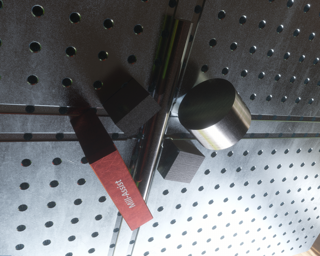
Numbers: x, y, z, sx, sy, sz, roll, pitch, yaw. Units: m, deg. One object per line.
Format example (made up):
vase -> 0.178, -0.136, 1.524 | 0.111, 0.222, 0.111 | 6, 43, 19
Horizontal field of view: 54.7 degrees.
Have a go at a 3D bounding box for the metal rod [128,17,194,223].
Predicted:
metal rod -> -0.008, 0.008, 0.413 | 0.025, 0.025, 0.298 | 0, 119, -29

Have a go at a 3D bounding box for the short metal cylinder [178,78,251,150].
short metal cylinder -> 0.071, -0.018, 0.405 | 0.080, 0.080, 0.050 | -44, 130, 2

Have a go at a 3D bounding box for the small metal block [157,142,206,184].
small metal block -> 0.032, 0.053, 0.464 | 0.050, 0.025, 0.050 | 16, 110, -35

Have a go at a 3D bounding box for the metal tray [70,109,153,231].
metal tray -> -0.057, 0.051, 0.370 | 0.030, 0.090, 0.129 | -29, 129, -10

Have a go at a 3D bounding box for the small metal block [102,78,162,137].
small metal block -> -0.034, -0.025, 0.361 | 0.050, 0.050, 0.025 | -41, 130, 0
